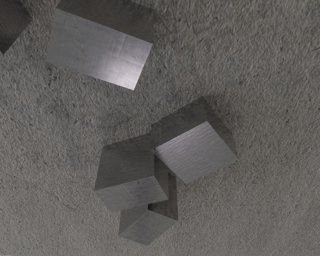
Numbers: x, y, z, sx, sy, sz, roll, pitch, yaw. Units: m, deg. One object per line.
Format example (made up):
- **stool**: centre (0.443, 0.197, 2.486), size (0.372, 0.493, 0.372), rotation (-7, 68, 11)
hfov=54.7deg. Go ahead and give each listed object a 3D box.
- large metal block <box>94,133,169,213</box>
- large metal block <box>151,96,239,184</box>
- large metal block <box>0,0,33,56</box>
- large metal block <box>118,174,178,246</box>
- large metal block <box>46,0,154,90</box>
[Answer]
- **large metal block**: centre (-0.036, 0.059, 0.421), size (0.080, 0.080, 0.050), rotation (-16, 128, 13)
- **large metal block**: centre (0.045, 0.018, 0.407), size (0.080, 0.050, 0.080), rotation (-29, 125, 22)
- **large metal block**: centre (-0.171, -0.110, 0.275), size (0.050, 0.080, 0.080), rotation (-16, 129, 13)
- **large metal block**: centre (-0.018, 0.118, 0.471), size (0.050, 0.080, 0.080), rotation (27, 125, -21)
- **large metal block**: centre (-0.053, -0.090, 0.294), size (0.081, 0.080, 0.050), rotation (17, 128, -14)
